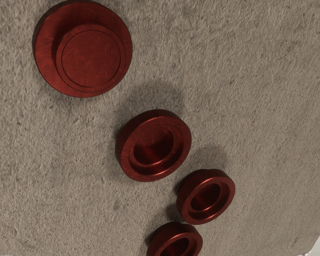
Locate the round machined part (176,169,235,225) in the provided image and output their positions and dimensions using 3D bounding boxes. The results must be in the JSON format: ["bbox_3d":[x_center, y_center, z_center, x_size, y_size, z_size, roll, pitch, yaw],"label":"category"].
[{"bbox_3d":[0.069,0.106,0.501,0.099,0.042,0.097,-14,125,-21],"label":"round machined part"}]

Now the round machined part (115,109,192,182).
[{"bbox_3d":[-0.012,0.019,0.403,0.099,0.042,0.097,-14,125,-21],"label":"round machined part"}]

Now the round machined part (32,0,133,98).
[{"bbox_3d":[-0.073,-0.074,0.311,0.099,0.042,0.097,-14,125,-21],"label":"round machined part"}]

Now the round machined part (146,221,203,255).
[{"bbox_3d":[0.021,0.201,0.534,0.099,0.042,0.097,-14,125,-21],"label":"round machined part"}]
